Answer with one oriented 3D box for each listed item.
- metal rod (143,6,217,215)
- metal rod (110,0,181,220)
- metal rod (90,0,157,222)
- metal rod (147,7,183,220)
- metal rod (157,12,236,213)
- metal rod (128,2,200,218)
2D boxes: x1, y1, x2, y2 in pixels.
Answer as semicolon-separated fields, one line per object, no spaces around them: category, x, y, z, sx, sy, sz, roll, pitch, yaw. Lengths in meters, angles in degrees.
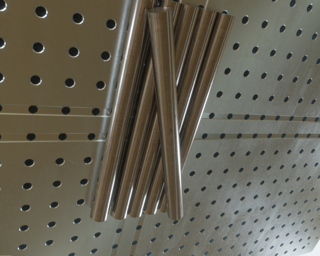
metal rod;0.018;-0.006;0.418;0.025;0.025;0.298;1;118;-29
metal rod;-0.025;-0.005;0.392;0.025;0.025;0.298;1;118;-29
metal rod;-0.051;-0.007;0.378;0.025;0.025;0.298;1;118;-29
metal rod;0.012;0.007;0.388;0.025;0.025;0.298;-18;126;-18
metal rod;0.041;-0.005;0.430;0.025;0.025;0.298;1;118;-29
metal rod;-0.004;-0.005;0.404;0.025;0.025;0.298;1;118;-29
